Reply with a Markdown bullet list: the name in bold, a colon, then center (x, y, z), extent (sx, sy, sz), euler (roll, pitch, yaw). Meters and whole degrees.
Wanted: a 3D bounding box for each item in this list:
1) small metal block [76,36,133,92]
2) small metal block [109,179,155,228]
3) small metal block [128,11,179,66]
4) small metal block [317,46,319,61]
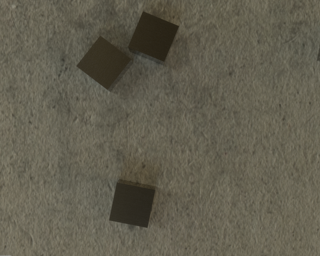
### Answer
- **small metal block**: center (-0.072, -0.084, 0.409), extent (0.050, 0.025, 0.050), euler (38, 90, -1)
- **small metal block**: center (-0.036, 0.099, 0.410), extent (0.050, 0.025, 0.050), euler (11, 90, -1)
- **small metal block**: center (-0.008, -0.118, 0.410), extent (0.050, 0.025, 0.050), euler (22, 90, -1)
- **small metal block**: center (0.245, -0.112, 0.413), extent (0.050, 0.025, 0.050), euler (11, 90, -1)
